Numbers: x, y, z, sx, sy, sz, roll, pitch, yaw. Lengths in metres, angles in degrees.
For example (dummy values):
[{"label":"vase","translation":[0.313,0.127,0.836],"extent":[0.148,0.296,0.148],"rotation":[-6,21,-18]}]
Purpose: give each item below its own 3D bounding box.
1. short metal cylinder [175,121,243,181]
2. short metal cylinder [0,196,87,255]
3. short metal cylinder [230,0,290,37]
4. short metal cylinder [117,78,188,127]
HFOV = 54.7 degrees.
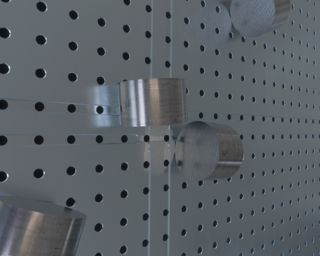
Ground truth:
[{"label":"short metal cylinder","translation":[0.067,0.032,0.429],"extent":[0.050,0.080,0.080],"rotation":[6,86,-40]},{"label":"short metal cylinder","translation":[-0.113,0.096,0.279],"extent":[0.080,0.080,0.050],"rotation":[23,76,-38]},{"label":"short metal cylinder","translation":[0.164,-0.195,0.510],"extent":[0.050,0.080,0.080],"rotation":[-28,108,-36]},{"label":"short metal cylinder","translation":[-0.009,-0.030,0.366],"extent":[0.081,0.080,0.050],"rotation":[-6,94,-40]}]
